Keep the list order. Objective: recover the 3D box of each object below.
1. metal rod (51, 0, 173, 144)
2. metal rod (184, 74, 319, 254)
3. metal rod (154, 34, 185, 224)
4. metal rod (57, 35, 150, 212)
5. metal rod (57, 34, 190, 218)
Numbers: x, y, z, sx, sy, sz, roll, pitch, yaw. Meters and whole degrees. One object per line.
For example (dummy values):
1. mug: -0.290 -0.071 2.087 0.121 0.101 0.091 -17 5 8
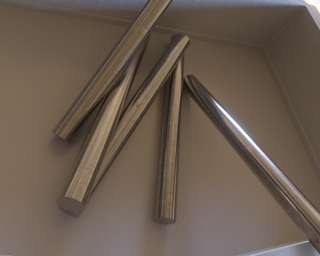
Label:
1. metal rod: -0.031 -0.112 0.379 0.025 0.025 0.300 34 76 -7
2. metal rod: 0.098 0.017 0.369 0.025 0.025 0.300 2 35 -28
3. metal rod: 0.018 -0.020 0.429 0.025 0.025 0.300 18 54 -18
4. metal rod: -0.053 -0.038 0.377 0.025 0.025 0.300 26 45 -13
5. metal rod: -0.028 -0.026 0.390 0.025 0.025 0.301 34 56 -6
